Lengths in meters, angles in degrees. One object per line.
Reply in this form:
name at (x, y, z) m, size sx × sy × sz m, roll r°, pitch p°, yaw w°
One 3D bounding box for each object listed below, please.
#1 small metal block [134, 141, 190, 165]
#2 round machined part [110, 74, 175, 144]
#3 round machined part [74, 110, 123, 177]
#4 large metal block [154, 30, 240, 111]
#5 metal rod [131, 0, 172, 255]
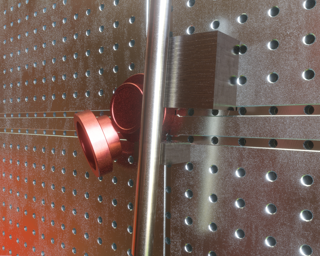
small metal block at (0.003, 0.030, 0.390) m, size 0.050 × 0.050 × 0.025 m, roll 1°, pitch 91°, yaw 40°
round machined part at (-0.031, -0.026, 0.424) m, size 0.098 × 0.042 × 0.097 m, roll 0°, pitch 90°, yaw 40°
round machined part at (-0.088, 0.019, 0.452) m, size 0.098 × 0.042 × 0.097 m, roll 49°, pitch 150°, yaw 41°
large metal block at (0.042, -0.062, 0.359) m, size 0.080 × 0.050 × 0.079 m, roll 5°, pitch 93°, yaw 40°
metal rod at (-0.010, -0.003, 0.352) m, size 0.025 × 0.025 × 0.298 m, roll 7°, pitch 95°, yaw 40°
